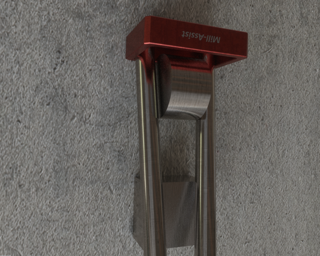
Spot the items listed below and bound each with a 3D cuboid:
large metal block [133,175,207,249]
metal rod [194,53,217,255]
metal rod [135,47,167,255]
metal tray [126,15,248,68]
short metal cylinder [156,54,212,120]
[{"bbox_3d":[0.011,0.105,0.400,0.081,0.050,0.079,2,90,-20],"label":"large metal block"},{"bbox_3d":[0.056,0.046,0.383,0.025,0.025,0.299,9,72,-20],"label":"metal rod"},{"bbox_3d":[-0.011,0.042,0.359,0.025,0.025,0.299,2,74,-20],"label":"metal rod"},{"bbox_3d":[0.031,-0.102,0.388,0.131,0.090,0.030,2,90,-20],"label":"metal tray"},{"bbox_3d":[0.023,-0.050,0.391,0.050,0.080,0.079,2,90,-21],"label":"short metal cylinder"}]
